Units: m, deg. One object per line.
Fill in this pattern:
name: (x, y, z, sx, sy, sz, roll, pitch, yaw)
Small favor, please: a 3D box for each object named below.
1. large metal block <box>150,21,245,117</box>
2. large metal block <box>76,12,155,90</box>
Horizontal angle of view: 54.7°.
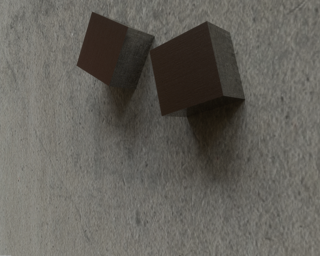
large metal block: (0.041, -0.061, 0.353, 0.080, 0.050, 0.080, -17, 79, 38)
large metal block: (-0.065, -0.109, 0.440, 0.080, 0.050, 0.079, 33, 111, 34)
